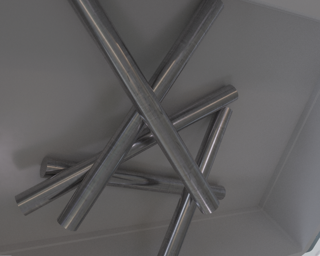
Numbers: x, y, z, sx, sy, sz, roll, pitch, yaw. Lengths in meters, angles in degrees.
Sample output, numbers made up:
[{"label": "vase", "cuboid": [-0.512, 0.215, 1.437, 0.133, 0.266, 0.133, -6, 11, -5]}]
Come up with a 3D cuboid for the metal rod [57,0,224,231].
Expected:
[{"label": "metal rod", "cuboid": [-0.020, -0.019, 0.347, 0.025, 0.025, 0.299, 36, 86, -39]}]

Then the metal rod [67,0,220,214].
[{"label": "metal rod", "cuboid": [-0.015, -0.027, 0.319, 0.025, 0.025, 0.299, -34, 109, -6]}]

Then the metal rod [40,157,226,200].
[{"label": "metal rod", "cuboid": [-0.016, 0.079, 0.448, 0.302, 0.025, 0.025, 15, 110, -35]}]

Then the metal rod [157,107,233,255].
[{"label": "metal rod", "cuboid": [0.034, 0.107, 0.410, 0.025, 0.025, 0.299, 34, 73, -38]}]

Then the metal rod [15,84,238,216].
[{"label": "metal rod", "cuboid": [-0.025, 0.018, 0.385, 0.302, 0.025, 0.025, -28, 128, -19]}]
